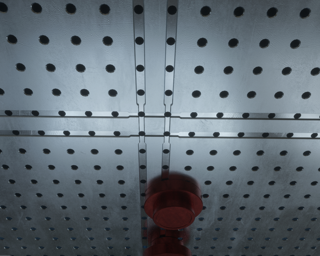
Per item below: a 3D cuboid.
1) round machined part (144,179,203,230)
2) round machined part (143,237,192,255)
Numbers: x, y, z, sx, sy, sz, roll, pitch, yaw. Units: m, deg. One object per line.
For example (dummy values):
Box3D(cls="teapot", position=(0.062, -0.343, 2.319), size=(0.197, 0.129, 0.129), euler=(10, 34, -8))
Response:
Box3D(cls="round machined part", position=(0.022, 0.133, 0.514), size=(0.099, 0.042, 0.097), euler=(0, 130, 0))
Box3D(cls="round machined part", position=(0.015, 0.253, 0.617), size=(0.099, 0.042, 0.097), euler=(-1, 130, 0))
